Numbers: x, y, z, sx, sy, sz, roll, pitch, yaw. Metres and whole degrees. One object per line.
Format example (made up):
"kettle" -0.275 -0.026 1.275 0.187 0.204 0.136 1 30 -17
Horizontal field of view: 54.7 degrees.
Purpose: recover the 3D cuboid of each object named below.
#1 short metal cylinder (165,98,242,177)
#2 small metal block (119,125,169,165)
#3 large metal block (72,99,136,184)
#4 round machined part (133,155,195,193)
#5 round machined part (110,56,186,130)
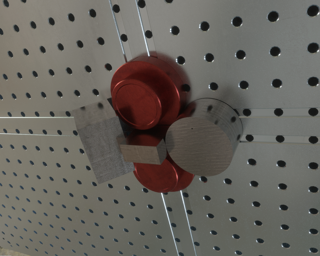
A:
"short metal cylinder" 0.053 0.011 0.372 0.080 0.050 0.079 13 124 21
"small metal block" -0.014 0.019 0.386 0.050 0.050 0.025 2 119 27
"large metal block" -0.077 0.015 0.418 0.050 0.080 0.080 -20 115 -12
"round machined part" 0.001 0.051 0.432 0.098 0.042 0.097 13 124 21
"round machined part" -0.021 -0.037 0.389 0.098 0.042 0.097 13 124 21
